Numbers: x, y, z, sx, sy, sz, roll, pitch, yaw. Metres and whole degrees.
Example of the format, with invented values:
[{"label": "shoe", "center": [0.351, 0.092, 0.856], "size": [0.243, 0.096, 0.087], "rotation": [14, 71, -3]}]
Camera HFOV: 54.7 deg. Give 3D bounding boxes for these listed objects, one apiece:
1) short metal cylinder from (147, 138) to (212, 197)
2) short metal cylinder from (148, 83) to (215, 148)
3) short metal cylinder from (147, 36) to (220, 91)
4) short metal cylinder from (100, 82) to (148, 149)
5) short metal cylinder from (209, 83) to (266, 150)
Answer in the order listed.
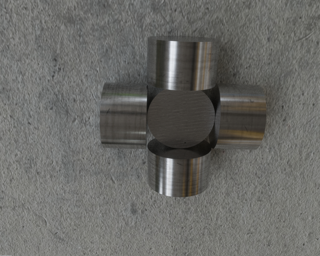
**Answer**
[{"label": "short metal cylinder", "center": [0.024, 0.046, 0.399], "size": [0.081, 0.080, 0.050], "rotation": [0, 110, -1]}, {"label": "short metal cylinder", "center": [0.025, -0.021, 0.391], "size": [0.081, 0.050, 0.079], "rotation": [0, 110, -1]}, {"label": "short metal cylinder", "center": [0.025, -0.076, 0.353], "size": [0.081, 0.080, 0.050], "rotation": [2, 111, -1]}, {"label": "short metal cylinder", "center": [-0.041, -0.015, 0.376], "size": [0.050, 0.080, 0.079], "rotation": [2, 110, -1]}, {"label": "short metal cylinder", "center": [0.091, -0.014, 0.378], "size": [0.050, 0.080, 0.079], "rotation": [2, 110, -1]}]
